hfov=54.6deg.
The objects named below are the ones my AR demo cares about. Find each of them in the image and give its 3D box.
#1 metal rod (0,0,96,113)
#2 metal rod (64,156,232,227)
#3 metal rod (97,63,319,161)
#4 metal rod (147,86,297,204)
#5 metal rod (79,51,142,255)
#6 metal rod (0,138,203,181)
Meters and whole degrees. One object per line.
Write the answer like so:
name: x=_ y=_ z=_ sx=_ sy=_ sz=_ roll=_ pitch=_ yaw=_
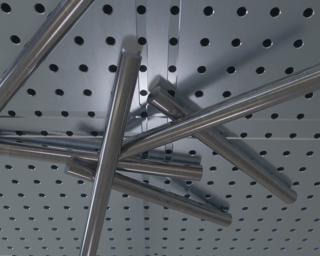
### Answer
metal rod: x=-0.173 y=-0.055 z=0.362 sx=0.299 sy=0.025 sz=0.025 roll=-37 pitch=121 yaw=27
metal rod: x=-0.001 y=0.106 z=0.482 sx=0.301 sy=0.025 sz=0.025 roll=25 pitch=126 yaw=-28
metal rod: x=0.048 y=-0.008 z=0.366 sx=0.300 sy=0.025 sz=0.025 roll=-21 pitch=127 yaw=25
metal rod: x=0.103 y=0.036 z=0.442 sx=0.301 sy=0.025 sz=0.025 roll=35 pitch=122 yaw=-26
metal rod: x=-0.069 y=0.052 z=0.400 sx=0.025 sy=0.025 sz=0.298 roll=12 pitch=113 yaw=-10
metal rod: x=-0.087 y=0.046 z=0.449 sx=0.302 sy=0.025 sz=0.025 roll=8 pitch=130 yaw=-8
